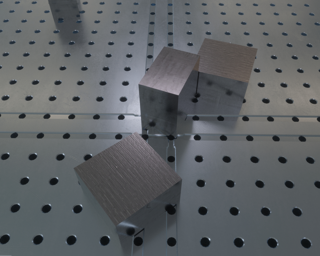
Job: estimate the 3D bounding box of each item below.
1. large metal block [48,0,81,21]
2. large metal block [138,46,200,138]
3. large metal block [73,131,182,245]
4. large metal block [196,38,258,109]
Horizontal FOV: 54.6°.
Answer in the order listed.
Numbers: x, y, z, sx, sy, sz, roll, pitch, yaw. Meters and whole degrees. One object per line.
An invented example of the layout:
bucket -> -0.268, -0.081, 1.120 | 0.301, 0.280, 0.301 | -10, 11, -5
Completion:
large metal block -> -0.187, -0.266, 0.594 | 0.050, 0.080, 0.080 | -8, 51, -7
large metal block -> 0.013, -0.047, 0.412 | 0.050, 0.080, 0.080 | 18, 52, 14
large metal block -> -0.034, 0.063, 0.339 | 0.080, 0.050, 0.080 | -31, 57, -24
large metal block -> 0.093, -0.083, 0.462 | 0.080, 0.050, 0.080 | 16, 52, 13
